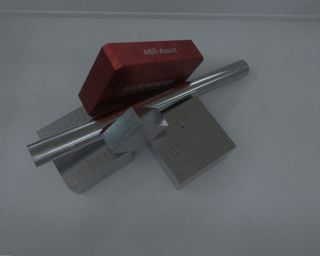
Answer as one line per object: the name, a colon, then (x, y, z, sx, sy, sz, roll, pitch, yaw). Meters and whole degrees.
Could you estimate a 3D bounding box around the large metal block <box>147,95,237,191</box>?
large metal block: (0.034, 0.019, 0.388, 0.080, 0.050, 0.080, -32, 73, -11)

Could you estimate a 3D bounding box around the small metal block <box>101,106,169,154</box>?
small metal block: (-0.027, 0.002, 0.342, 0.050, 0.050, 0.025, -40, 71, 25)

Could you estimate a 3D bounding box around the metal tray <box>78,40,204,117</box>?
metal tray: (-0.021, -0.060, 0.367, 0.131, 0.090, 0.030, -16, 69, -40)

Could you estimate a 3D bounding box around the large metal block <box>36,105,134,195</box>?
large metal block: (-0.090, 0.023, 0.383, 0.080, 0.050, 0.080, -32, 73, -11)

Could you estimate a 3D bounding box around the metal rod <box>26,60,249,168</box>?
metal rod: (-0.006, -0.028, 0.379, 0.302, 0.025, 0.025, -25, 72, -25)
